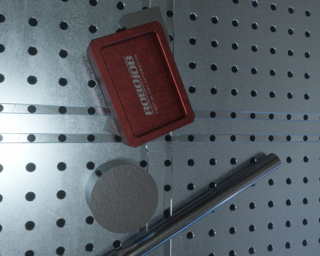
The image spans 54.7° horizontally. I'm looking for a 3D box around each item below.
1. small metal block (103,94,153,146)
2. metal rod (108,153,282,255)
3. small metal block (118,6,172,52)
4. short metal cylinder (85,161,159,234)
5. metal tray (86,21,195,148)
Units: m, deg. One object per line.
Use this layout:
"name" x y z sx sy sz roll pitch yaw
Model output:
"small metal block" -0.038 -0.010 0.398 0.050 0.025 0.050 26 81 -18
"metal rod" 0.050 0.116 0.431 0.302 0.025 0.025 -27 99 -18
"small metal block" -0.020 -0.125 0.405 0.050 0.025 0.050 -22 98 -19
"short metal cylinder" -0.048 0.082 0.382 0.081 0.050 0.080 0 90 -20
"metal tray" -0.022 -0.052 0.375 0.091 0.030 0.129 -23 98 -19
